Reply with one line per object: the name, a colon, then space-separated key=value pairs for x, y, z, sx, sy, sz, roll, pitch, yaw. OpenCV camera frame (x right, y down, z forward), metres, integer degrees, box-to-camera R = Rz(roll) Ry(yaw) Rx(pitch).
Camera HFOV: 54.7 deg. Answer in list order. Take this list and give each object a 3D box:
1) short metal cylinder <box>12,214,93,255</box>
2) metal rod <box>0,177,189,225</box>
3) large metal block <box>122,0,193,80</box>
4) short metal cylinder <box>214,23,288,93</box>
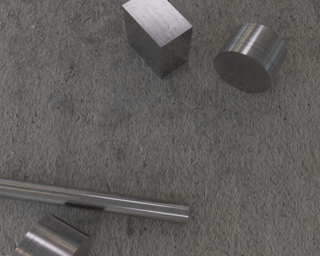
short metal cylinder: x=-0.115 y=0.139 z=0.327 sx=0.050 sy=0.080 sz=0.080 roll=26 pitch=72 yaw=9
metal rod: x=-0.116 y=0.083 z=0.376 sx=0.302 sy=0.025 sz=0.025 roll=8 pitch=70 yaw=2
large metal block: x=-0.004 y=-0.127 z=0.425 sx=0.050 sy=0.080 sz=0.080 roll=-37 pitch=74 yaw=-12
short metal cylinder: x=0.120 y=-0.091 z=0.413 sx=0.080 sy=0.080 sz=0.050 roll=31 pitch=73 yaw=10
